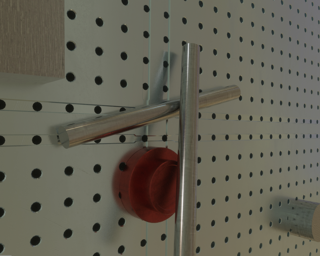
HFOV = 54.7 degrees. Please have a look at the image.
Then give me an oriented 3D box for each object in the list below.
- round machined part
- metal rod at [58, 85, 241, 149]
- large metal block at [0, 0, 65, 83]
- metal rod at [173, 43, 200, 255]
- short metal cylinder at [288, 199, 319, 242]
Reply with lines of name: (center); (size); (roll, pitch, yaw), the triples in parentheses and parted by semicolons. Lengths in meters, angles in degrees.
round machined part: (0.001, 0.074, 0.401); (0.099, 0.042, 0.097); (0, 90, -40)
metal rod: (0.011, -0.025, 0.420); (0.302, 0.025, 0.025); (-17, 101, -39)
large metal block: (-0.135, -0.086, 0.280); (0.081, 0.050, 0.079); (-1, 91, -40)
metal rod: (0.035, 0.029, 0.389); (0.025, 0.025, 0.299); (19, 66, -39)
short metal cylinder: (0.319, 0.197, 0.665); (0.081, 0.050, 0.079); (0, 90, -40)
